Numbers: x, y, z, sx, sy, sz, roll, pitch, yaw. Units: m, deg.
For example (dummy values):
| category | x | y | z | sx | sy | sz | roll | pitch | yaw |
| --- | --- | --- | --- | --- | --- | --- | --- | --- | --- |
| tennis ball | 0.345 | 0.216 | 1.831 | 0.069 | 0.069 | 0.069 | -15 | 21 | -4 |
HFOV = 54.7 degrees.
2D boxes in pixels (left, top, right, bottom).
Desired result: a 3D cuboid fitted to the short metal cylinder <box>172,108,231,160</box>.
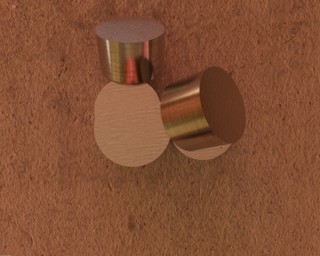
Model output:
| category | x | y | z | sx | sy | sz | roll | pitch | yaw |
| --- | --- | --- | --- | --- | --- | --- | --- | --- | --- |
| short metal cylinder | 0.052 | -0.001 | 0.399 | 0.081 | 0.050 | 0.079 | 0 | 90 | -1 |

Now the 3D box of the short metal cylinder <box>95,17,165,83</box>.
| category | x | y | z | sx | sy | sz | roll | pitch | yaw |
| --- | --- | --- | --- | --- | --- | --- | --- | --- | --- |
| short metal cylinder | -0.035 | -0.097 | 0.377 | 0.081 | 0.080 | 0.050 | 0 | 129 | -1 |

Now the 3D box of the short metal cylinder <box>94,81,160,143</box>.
| category | x | y | z | sx | sy | sz | roll | pitch | yaw |
| --- | --- | --- | --- | --- | --- | --- | --- | --- | --- |
| short metal cylinder | -0.039 | -0.022 | 0.398 | 0.081 | 0.050 | 0.079 | 0 | 90 | -1 |

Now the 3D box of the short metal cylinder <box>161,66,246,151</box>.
| category | x | y | z | sx | sy | sz | roll | pitch | yaw |
| --- | --- | --- | --- | --- | --- | --- | --- | --- | --- |
| short metal cylinder | 0.047 | -0.019 | 0.327 | 0.050 | 0.081 | 0.080 | -17 | 90 | 42 |

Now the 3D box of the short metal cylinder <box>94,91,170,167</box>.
| category | x | y | z | sx | sy | sz | roll | pitch | yaw |
| --- | --- | --- | --- | --- | --- | --- | --- | --- | --- |
| short metal cylinder | -0.029 | 0.001 | 0.348 | 0.081 | 0.050 | 0.079 | 0 | 90 | -1 |
